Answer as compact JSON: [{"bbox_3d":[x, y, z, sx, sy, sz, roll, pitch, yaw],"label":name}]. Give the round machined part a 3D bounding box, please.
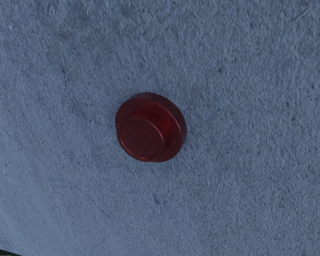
[{"bbox_3d":[-0.018,0.006,0.408,0.098,0.042,0.097,13,124,20],"label":"round machined part"}]
